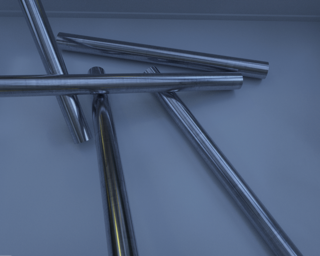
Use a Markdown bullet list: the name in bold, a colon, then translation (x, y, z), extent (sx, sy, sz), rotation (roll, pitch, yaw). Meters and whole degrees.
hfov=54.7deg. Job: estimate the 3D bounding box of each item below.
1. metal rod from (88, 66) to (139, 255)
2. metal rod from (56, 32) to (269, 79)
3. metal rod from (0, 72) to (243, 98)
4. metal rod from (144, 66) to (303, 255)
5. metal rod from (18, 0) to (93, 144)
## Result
- **metal rod**: translation (-0.056, 0.026, 0.335), extent (0.025, 0.025, 0.300), rotation (-13, 46, -5)
- **metal rod**: translation (0.002, -0.105, 0.447), extent (0.302, 0.025, 0.025), rotation (9, 70, 3)
- **metal rod**: translation (-0.035, -0.056, 0.390), extent (0.303, 0.025, 0.025), rotation (-4, 70, -16)
- **metal rod**: translation (0.070, 0.038, 0.396), extent (0.025, 0.025, 0.299), rotation (-33, 74, -11)
- **metal rod**: translation (-0.147, -0.123, 0.378), extent (0.025, 0.025, 0.298), rotation (-20, 100, -7)
